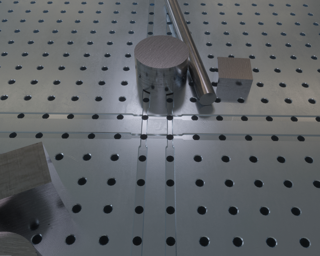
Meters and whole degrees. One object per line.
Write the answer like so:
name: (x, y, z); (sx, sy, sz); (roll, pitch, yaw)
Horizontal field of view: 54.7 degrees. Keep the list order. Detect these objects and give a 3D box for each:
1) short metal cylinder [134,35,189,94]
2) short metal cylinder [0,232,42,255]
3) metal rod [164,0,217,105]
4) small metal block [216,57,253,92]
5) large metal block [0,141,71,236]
short metal cylinder: (0.002, -0.097, 0.473); (0.081, 0.050, 0.080); (0, 50, 0)
short metal cylinder: (-0.141, 0.140, 0.273); (0.081, 0.050, 0.080); (0, 50, 0)
metal rod: (0.044, -0.154, 0.537); (0.025, 0.025, 0.300); (-7, 50, -6)
small metal block: (0.113, -0.083, 0.479); (0.050, 0.025, 0.050); (4, 50, 3)
large metal block: (-0.144, 0.068, 0.313); (0.081, 0.080, 0.050); (-19, 53, -15)
